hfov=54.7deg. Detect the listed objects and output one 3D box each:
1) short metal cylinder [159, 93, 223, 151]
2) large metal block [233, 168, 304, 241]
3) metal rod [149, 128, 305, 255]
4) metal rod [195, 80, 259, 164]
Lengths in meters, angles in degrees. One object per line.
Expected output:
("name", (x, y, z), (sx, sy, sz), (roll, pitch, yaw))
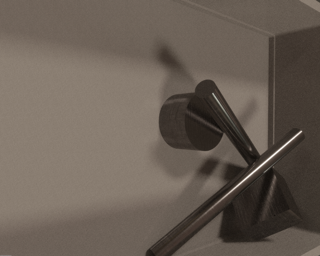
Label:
("short metal cylinder", (0.045, -0.009, 0.431), (0.081, 0.050, 0.079), (0, 90, -40))
("large metal block", (0.165, 0.120, 0.491), (0.050, 0.080, 0.080), (39, 29, -34))
("metal rod", (0.111, 0.089, 0.458), (0.302, 0.025, 0.025), (-34, 112, -21))
("metal rod", (0.124, 0.023, 0.464), (0.300, 0.025, 0.025), (43, 63, -49))
